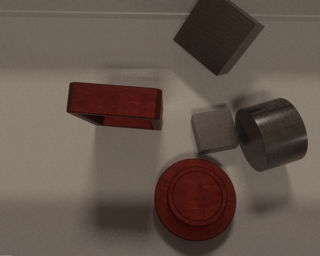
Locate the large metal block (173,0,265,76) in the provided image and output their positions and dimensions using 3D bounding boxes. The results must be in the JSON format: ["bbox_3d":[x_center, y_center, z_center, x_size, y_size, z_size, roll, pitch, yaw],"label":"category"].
[{"bbox_3d":[0.080,-0.129,0.423,0.080,0.050,0.080,43,119,13],"label":"large metal block"}]

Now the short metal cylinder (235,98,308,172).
[{"bbox_3d":[0.133,0.008,0.379,0.050,0.080,0.080,-16,71,-6],"label":"short metal cylinder"}]

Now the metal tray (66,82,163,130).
[{"bbox_3d":[-0.043,-0.021,0.359,0.091,0.130,0.030,5,85,1],"label":"metal tray"}]

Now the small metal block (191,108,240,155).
[{"bbox_3d":[0.072,0.005,0.409,0.050,0.025,0.050,-10,70,-4],"label":"small metal block"}]

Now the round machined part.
[{"bbox_3d":[0.042,0.084,0.371,0.099,0.042,0.098,0,70,-1],"label":"round machined part"}]
